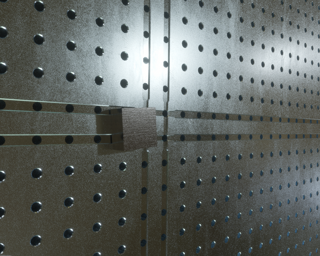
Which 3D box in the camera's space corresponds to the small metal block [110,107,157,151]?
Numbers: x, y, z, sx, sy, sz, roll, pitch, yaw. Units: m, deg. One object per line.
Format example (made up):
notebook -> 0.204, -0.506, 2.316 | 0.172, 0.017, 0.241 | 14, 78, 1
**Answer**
small metal block -> -0.032, 0.000, 0.384 | 0.050, 0.025, 0.050 | -5, 93, -40
